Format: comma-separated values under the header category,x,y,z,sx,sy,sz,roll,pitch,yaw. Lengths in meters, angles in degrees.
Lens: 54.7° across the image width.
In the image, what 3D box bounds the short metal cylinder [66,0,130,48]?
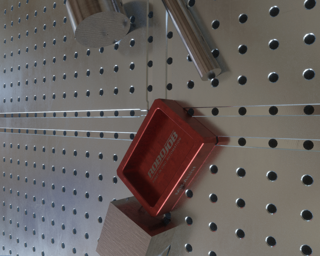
category,x,y,z,sx,sy,sz,roll,pitch,yaw
short metal cylinder,-0.089,-0.161,0.447,0.080,0.081,0.050,-31,71,35

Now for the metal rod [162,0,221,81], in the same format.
category,x,y,z,sx,sy,sz,roll,pitch,yaw
metal rod,0.003,-0.192,0.406,0.025,0.025,0.299,-36,68,34

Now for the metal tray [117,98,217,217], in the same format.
category,x,y,z,sx,sy,sz,roll,pitch,yaw
metal tray,0.003,0.038,0.403,0.090,0.030,0.129,44,116,31

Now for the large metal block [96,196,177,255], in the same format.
category,x,y,z,sx,sy,sz,roll,pitch,yaw
large metal block,-0.034,0.151,0.421,0.080,0.050,0.079,28,108,36
